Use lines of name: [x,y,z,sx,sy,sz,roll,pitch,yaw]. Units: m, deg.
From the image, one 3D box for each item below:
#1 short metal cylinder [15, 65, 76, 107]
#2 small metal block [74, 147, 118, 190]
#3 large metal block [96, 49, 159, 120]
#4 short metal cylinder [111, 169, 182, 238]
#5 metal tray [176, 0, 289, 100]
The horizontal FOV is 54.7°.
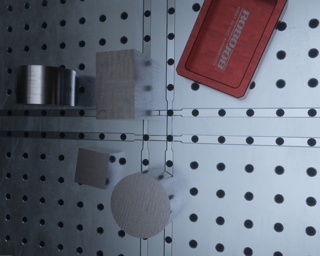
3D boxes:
short metal cylinder: [-0.162,-0.057,0.440,0.080,0.080,0.050,2,91,20]
small metal block: [-0.091,0.056,0.445,0.050,0.025,0.050,10,93,19]
large metal block: [-0.039,-0.050,0.397,0.050,0.080,0.079,0,90,20]
short metal cylinder: [-0.017,0.096,0.405,0.080,0.050,0.079,0,90,20]
metal tray: [0.086,-0.110,0.379,0.090,0.030,0.129,25,98,18]
